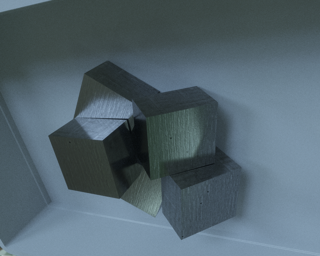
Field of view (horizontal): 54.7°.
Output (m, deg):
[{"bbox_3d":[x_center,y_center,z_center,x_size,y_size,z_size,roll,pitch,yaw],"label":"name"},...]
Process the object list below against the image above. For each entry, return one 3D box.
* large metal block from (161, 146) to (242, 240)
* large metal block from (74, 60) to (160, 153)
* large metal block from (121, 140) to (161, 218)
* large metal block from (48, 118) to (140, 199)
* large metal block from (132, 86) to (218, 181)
[{"bbox_3d":[0.049,0.079,0.384,0.050,0.081,0.079,45,144,51],"label":"large metal block"},{"bbox_3d":[-0.059,-0.027,0.404,0.080,0.050,0.079,31,128,7],"label":"large metal block"},{"bbox_3d":[-0.022,0.067,0.438,0.080,0.050,0.079,26,128,11],"label":"large metal block"},{"bbox_3d":[-0.079,0.035,0.386,0.080,0.050,0.079,3,119,27],"label":"large metal block"},{"bbox_3d":[0.017,0.004,0.356,0.081,0.050,0.079,-13,122,-17],"label":"large metal block"}]
